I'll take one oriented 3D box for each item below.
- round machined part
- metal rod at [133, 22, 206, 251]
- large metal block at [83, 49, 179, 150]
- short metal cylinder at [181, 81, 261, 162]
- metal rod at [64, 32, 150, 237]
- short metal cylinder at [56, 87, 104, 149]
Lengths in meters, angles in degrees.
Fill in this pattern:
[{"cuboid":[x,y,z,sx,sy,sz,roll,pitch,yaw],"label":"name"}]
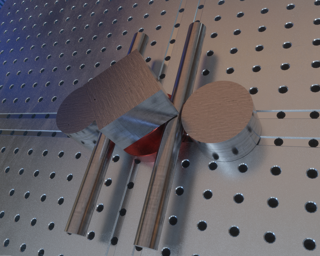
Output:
[{"cuboid":[-0.016,-0.007,0.411,0.098,0.042,0.098,-13,56,21],"label":"round machined part"},{"cuboid":[0.019,-0.010,0.377,0.025,0.025,0.300,0,62,28],"label":"metal rod"},{"cuboid":[-0.036,-0.035,0.372,0.080,0.050,0.080,-33,51,6],"label":"large metal block"},{"cuboid":[0.071,-0.008,0.359,0.080,0.050,0.080,-13,56,21],"label":"short metal cylinder"},{"cuboid":[-0.063,-0.009,0.420,0.025,0.025,0.300,1,62,28],"label":"metal rod"},{"cuboid":[-0.104,-0.016,0.456,0.080,0.050,0.080,-13,56,21],"label":"short metal cylinder"}]
